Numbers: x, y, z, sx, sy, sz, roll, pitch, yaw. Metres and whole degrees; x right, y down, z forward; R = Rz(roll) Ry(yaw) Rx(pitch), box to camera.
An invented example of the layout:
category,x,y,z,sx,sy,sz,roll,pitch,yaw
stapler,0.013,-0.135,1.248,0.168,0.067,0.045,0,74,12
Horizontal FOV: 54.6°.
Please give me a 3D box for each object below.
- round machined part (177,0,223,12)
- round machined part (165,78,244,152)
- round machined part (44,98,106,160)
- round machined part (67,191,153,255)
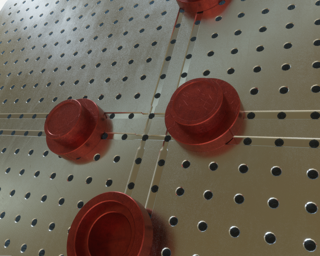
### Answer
category,x,y,z,sx,sy,sz,roll,pitch,yaw
round machined part,0.067,-0.243,0.512,0.098,0.042,0.098,-13,56,21
round machined part,0.050,-0.023,0.386,0.098,0.042,0.098,-13,56,21
round machined part,-0.135,-0.005,0.473,0.098,0.042,0.098,-13,56,21
round machined part,-0.052,0.125,0.349,0.098,0.042,0.098,-13,56,21
